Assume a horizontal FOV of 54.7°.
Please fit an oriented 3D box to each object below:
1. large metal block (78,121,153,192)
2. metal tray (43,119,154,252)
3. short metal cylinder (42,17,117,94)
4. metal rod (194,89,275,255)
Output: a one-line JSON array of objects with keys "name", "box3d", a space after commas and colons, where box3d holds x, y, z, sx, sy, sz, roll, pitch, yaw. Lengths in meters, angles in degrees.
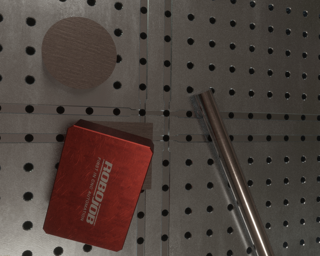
[{"name": "large metal block", "box3d": [-0.056, 0.032, 0.380, 0.081, 0.050, 0.079, 2, 90, -20]}, {"name": "metal tray", "box3d": [-0.068, 0.065, 0.343, 0.091, 0.030, 0.129, 17, 103, -5]}, {"name": "short metal cylinder", "box3d": [-0.096, -0.083, 0.364, 0.081, 0.050, 0.079, 0, 90, -21]}, {"name": "metal rod", "box3d": [0.117, 0.086, 0.457, 0.025, 0.025, 0.299, -25, 99, -19]}]
